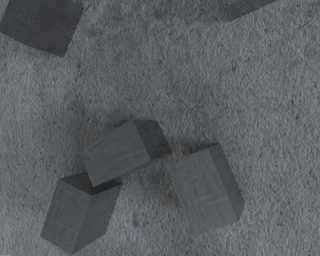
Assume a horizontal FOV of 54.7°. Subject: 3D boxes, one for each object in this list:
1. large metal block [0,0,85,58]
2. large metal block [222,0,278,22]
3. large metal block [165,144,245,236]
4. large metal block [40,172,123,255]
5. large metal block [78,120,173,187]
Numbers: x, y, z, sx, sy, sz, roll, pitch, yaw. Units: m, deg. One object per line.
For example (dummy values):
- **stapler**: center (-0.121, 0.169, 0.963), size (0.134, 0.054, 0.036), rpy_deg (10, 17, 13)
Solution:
- **large metal block**: center (-0.165, -0.154, 0.438), size (0.050, 0.080, 0.080), rpy_deg (29, 100, 18)
- **large metal block**: center (0.103, -0.185, 0.359), size (0.080, 0.050, 0.080), rpy_deg (-21, 83, 19)
- **large metal block**: center (0.056, 0.066, 0.360), size (0.050, 0.080, 0.080), rpy_deg (-24, 82, 18)
- **large metal block**: center (-0.102, 0.108, 0.416), size (0.050, 0.080, 0.080), rpy_deg (22, 97, 18)
- **large metal block**: center (-0.041, 0.030, 0.394), size (0.080, 0.080, 0.050), rpy_deg (-27, 81, 18)
